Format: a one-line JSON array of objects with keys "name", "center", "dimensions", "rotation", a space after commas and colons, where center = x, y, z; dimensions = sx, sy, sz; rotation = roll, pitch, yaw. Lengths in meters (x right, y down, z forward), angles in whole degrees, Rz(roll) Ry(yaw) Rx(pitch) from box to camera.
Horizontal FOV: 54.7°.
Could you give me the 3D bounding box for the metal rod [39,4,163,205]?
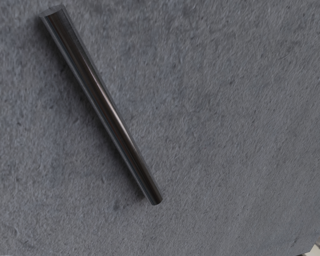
[{"name": "metal rod", "center": [-0.053, -0.001, 0.378], "dimensions": [0.025, 0.025, 0.299], "rotation": [-31, 129, -9]}]
